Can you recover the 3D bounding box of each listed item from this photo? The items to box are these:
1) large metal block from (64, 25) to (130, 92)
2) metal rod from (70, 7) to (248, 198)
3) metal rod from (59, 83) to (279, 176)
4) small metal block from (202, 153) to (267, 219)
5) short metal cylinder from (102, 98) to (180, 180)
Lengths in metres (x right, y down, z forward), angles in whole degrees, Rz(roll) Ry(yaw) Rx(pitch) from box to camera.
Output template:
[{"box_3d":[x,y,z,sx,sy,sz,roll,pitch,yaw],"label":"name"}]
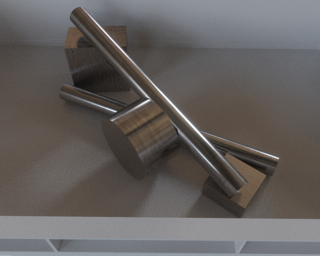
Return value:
[{"box_3d":[-0.086,-0.099,0.450,0.081,0.080,0.050,-3,50,-3],"label":"large metal block"},{"box_3d":[-0.014,-0.043,0.364,0.025,0.025,0.300,-33,70,-25],"label":"metal rod"},{"box_3d":[0.000,-0.004,0.406,0.301,0.025,0.025,20,53,15],"label":"metal rod"},{"box_3d":[0.083,0.064,0.351,0.050,0.025,0.050,31,56,23],"label":"small metal block"},{"box_3d":[-0.023,0.012,0.356,0.050,0.080,0.080,-33,58,-25],"label":"short metal cylinder"}]
